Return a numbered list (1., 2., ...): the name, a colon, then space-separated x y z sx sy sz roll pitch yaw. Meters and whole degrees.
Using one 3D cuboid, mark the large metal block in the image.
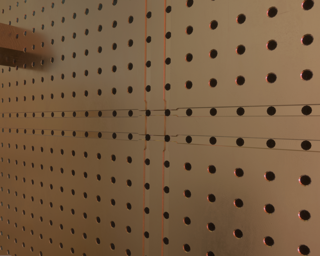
1. large metal block: -0.353 -0.182 0.660 0.050 0.081 0.080 -43 64 31
